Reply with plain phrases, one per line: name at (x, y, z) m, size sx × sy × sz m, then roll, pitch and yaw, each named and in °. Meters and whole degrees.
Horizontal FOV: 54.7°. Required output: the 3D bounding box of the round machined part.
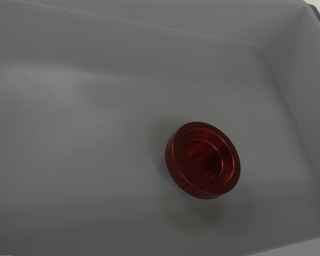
round machined part at (0.050, 0.044, 0.397) m, size 0.099 × 0.042 × 0.098 m, roll 14°, pitch 56°, yaw -21°
